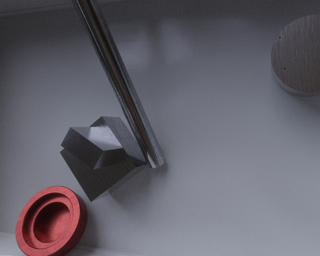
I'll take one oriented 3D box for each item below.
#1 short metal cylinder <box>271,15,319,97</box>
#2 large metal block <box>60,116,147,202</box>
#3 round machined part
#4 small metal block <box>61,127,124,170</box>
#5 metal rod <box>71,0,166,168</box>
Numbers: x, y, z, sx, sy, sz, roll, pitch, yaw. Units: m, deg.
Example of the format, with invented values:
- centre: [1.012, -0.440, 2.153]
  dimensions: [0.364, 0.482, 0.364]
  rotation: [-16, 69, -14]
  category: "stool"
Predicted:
- centre: [0.164, -0.076, 0.339]
  dimensions: [0.080, 0.050, 0.079]
  rotation: [0, 90, 19]
  category: "short metal cylinder"
- centre: [-0.074, 0.040, 0.422]
  dimensions: [0.080, 0.050, 0.080]
  rotation: [-39, 78, 15]
  category: "large metal block"
- centre: [-0.147, 0.135, 0.437]
  dimensions: [0.098, 0.042, 0.098]
  rotation: [-9, 56, 14]
  category: "round machined part"
- centre: [-0.080, 0.022, 0.371]
  dimensions: [0.050, 0.050, 0.025]
  rotation: [33, 101, 16]
  category: "small metal block"
- centre: [-0.058, -0.082, 0.360]
  dimensions: [0.025, 0.025, 0.299]
  rotation: [-15, 112, 19]
  category: "metal rod"
